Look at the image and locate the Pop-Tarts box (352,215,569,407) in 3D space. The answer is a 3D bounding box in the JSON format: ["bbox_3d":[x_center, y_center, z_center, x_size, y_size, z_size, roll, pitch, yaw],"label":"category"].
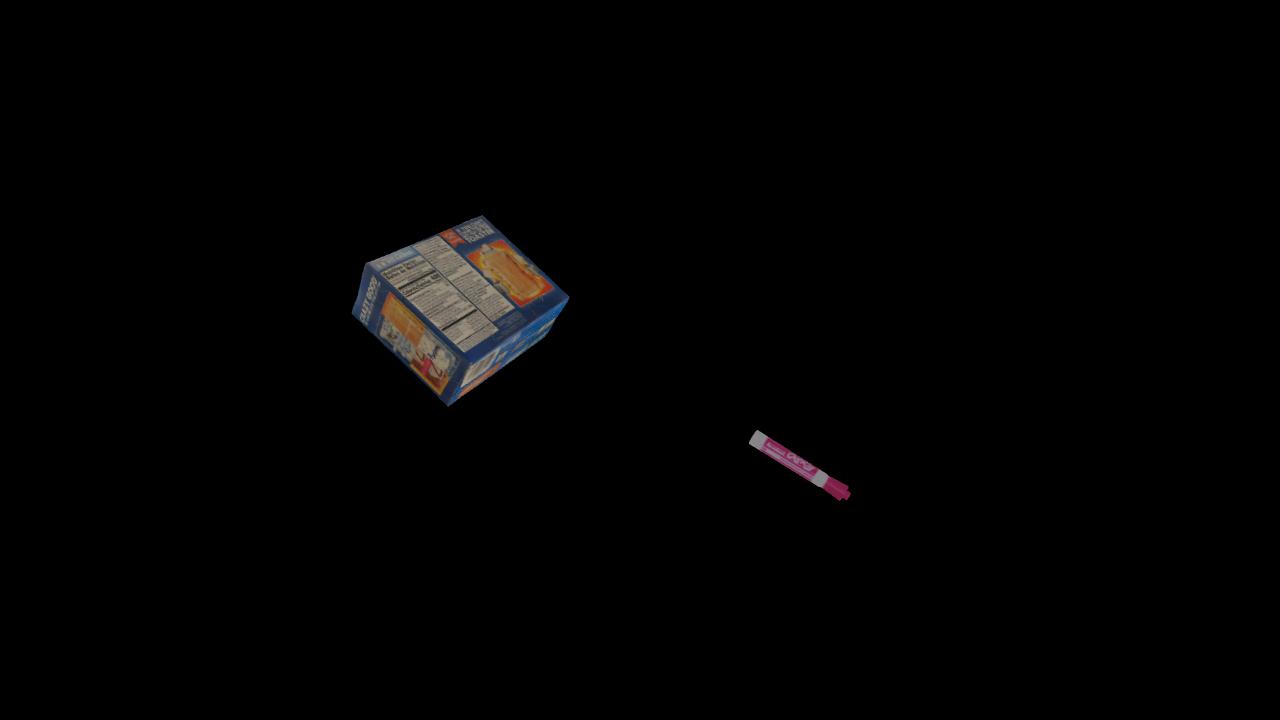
[{"bbox_3d":[-0.185,-0.058,0.655,0.083,0.141,0.167,-48,-2,40],"label":"Pop-Tarts box"}]

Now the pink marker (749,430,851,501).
[{"bbox_3d":[0.178,0.118,0.685,0.121,0.020,0.020,32,10,17],"label":"pink marker"}]
